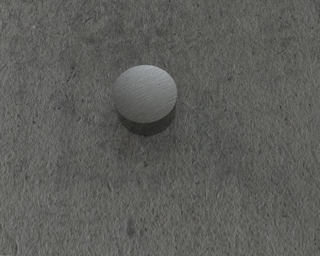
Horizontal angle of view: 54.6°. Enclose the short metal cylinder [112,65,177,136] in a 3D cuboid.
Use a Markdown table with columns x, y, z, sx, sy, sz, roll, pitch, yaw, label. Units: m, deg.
| x | y | z | sx | sy | sz | roll | pitch | yaw | label |
| --- | --- | --- | --- | --- | --- | --- | --- | --- | --- |
| -0.019 | -0.035 | 0.408 | 0.080 | 0.050 | 0.080 | 0 | 70 | 0 | short metal cylinder |
